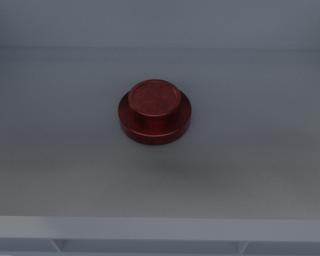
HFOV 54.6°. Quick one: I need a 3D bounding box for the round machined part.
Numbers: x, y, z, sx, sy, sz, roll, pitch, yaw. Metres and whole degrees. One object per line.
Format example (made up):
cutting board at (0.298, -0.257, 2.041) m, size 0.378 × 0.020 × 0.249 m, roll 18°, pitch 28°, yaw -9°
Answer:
round machined part at (-0.007, -0.028, 0.414) m, size 0.099 × 0.042 × 0.098 m, roll 0°, pitch 50°, yaw 0°
